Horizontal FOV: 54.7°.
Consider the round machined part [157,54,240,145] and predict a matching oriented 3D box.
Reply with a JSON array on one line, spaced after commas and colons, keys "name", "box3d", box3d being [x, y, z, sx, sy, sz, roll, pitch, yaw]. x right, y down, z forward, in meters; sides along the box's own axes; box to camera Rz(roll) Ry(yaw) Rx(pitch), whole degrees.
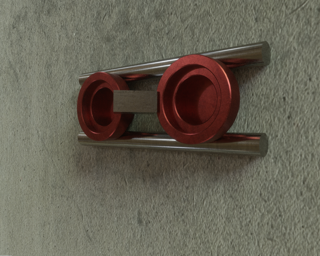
[{"name": "round machined part", "box3d": [0.046, -0.031, 0.351, 0.098, 0.042, 0.097, 0, 90, 40]}]

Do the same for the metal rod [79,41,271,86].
[{"name": "metal rod", "box3d": [-0.007, -0.077, 0.412, 0.300, 0.025, 0.025, 0, 90, 40]}]

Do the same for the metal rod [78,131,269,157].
[{"name": "metal rod", "box3d": [-0.009, 0.017, 0.413, 0.300, 0.025, 0.025, 0, 90, 40]}]

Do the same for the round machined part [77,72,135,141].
[{"name": "round machined part", "box3d": [-0.074, -0.030, 0.451, 0.098, 0.042, 0.097, 0, 90, 40]}]

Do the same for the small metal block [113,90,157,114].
[{"name": "small metal block", "box3d": [-0.031, -0.031, 0.382, 0.050, 0.050, 0.025, 178, 93, -83]}]
